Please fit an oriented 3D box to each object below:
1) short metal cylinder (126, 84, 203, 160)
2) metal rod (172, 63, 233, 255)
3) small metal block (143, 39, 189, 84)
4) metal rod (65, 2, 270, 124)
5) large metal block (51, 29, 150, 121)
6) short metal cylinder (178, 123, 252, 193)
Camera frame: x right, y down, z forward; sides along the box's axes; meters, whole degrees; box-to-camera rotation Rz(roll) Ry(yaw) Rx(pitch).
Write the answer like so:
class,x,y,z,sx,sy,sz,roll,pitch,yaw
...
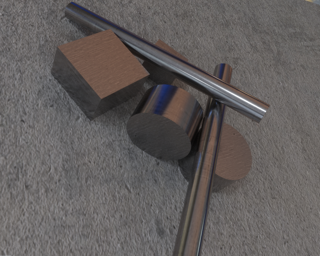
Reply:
class,x,y,z,sx,sy,sz,roll,pitch,yaw
short metal cylinder,0.007,-0.006,0.376,0.080,0.080,0.050,32,52,-7
metal rod,0.052,0.033,0.347,0.025,0.025,0.300,27,52,-12
small metal block,0.004,-0.090,0.445,0.050,0.050,0.025,34,51,-6
metal rod,-0.002,-0.091,0.399,0.300,0.025,0.025,31,49,15
large metal block,-0.075,-0.068,0.389,0.081,0.050,0.080,-35,82,-38
short metal cylinder,0.071,0.038,0.402,0.081,0.050,0.080,14,56,-21
